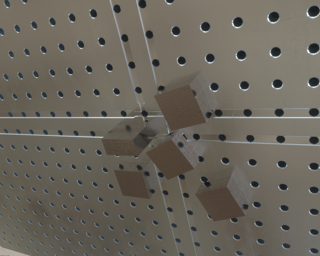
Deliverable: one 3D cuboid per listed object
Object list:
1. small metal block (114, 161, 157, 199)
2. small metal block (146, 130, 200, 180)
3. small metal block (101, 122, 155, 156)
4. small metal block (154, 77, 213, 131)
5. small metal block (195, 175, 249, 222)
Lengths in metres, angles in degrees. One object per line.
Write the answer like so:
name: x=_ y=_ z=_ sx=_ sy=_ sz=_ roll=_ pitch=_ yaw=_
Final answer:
small metal block: x=-0.037 y=0.080 z=0.481 sx=0.050 sy=0.025 sz=0.050 roll=0 pitch=119 yaw=28
small metal block: x=0.018 y=0.038 z=0.426 sx=0.050 sy=0.025 sz=0.050 roll=-31 pitch=102 yaw=38
small metal block: x=-0.043 y=0.014 z=0.427 sx=0.050 sy=0.050 sz=0.025 roll=0 pitch=118 yaw=28
small metal block: x=0.029 y=-0.029 z=0.379 sx=0.050 sy=0.025 sz=0.050 roll=-14 pitch=111 yaw=34
small metal block: x=0.086 y=0.098 z=0.427 sx=0.050 sy=0.025 sz=0.050 roll=-25 pitch=105 yaw=37
